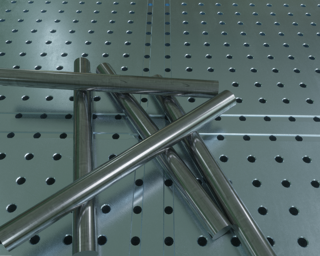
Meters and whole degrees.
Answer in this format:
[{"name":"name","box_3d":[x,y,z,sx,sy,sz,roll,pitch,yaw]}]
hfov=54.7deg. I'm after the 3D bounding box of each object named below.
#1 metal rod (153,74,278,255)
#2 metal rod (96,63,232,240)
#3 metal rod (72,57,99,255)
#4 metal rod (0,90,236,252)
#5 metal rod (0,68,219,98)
[{"name":"metal rod","box_3d":[0.051,0.035,0.378,0.025,0.025,0.300,-18,52,-15]},{"name":"metal rod","box_3d":[-0.012,0.008,0.400,0.025,0.025,0.300,-24,54,-19]},{"name":"metal rod","box_3d":[-0.098,0.011,0.396,0.025,0.025,0.300,-7,50,-7]},{"name":"metal rod","box_3d":[-0.027,0.032,0.347,0.302,0.025,0.025,-31,57,-24]},{"name":"metal rod","box_3d":[-0.072,-0.062,0.426,0.302,0.025,0.025,4,50,2]}]
